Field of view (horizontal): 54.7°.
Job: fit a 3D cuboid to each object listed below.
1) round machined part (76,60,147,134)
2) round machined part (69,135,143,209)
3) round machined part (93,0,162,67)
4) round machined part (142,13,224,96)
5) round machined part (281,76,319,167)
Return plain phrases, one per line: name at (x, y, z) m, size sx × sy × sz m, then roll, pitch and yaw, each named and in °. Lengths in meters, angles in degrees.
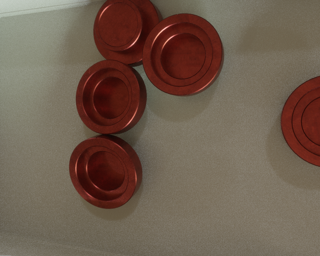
round machined part at (-0.062, -0.040, 0.421) m, size 0.098 × 0.042 × 0.097 m, roll -1°, pitch 88°, yaw 24°
round machined part at (-0.069, 0.055, 0.419) m, size 0.098 × 0.042 × 0.097 m, roll 4°, pitch 104°, yaw 18°
round machined part at (-0.047, -0.133, 0.415) m, size 0.098 × 0.042 × 0.097 m, roll 1°, pitch 94°, yaw 19°
round machined part at (0.031, -0.088, 0.389) m, size 0.098 × 0.042 × 0.097 m, roll 1°, pitch 92°, yaw 17°
round machined part at (0.184, -0.007, 0.336) m, size 0.098 × 0.042 × 0.097 m, roll 0°, pitch 90°, yaw 20°
